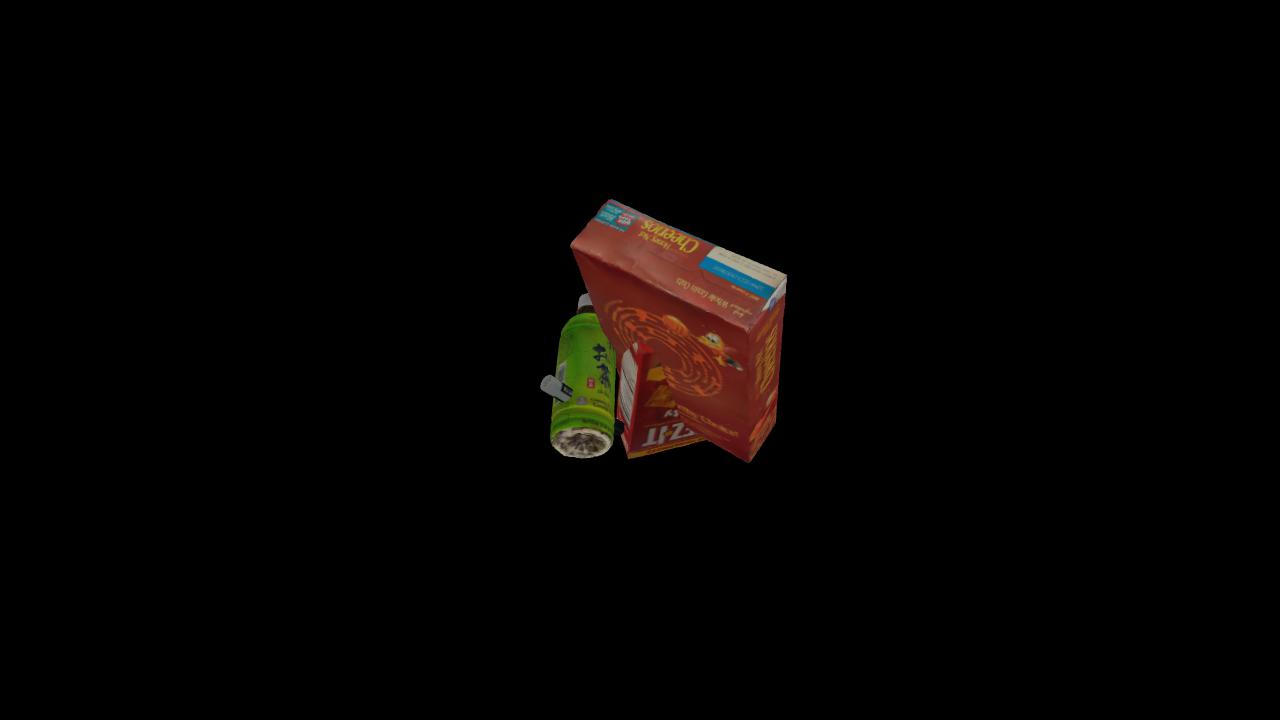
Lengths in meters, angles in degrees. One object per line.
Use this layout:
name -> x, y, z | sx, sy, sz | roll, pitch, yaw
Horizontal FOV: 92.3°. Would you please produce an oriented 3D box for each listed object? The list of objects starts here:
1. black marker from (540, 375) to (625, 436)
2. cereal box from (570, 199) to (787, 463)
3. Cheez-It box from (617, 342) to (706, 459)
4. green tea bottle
black marker -> -0.060, 0.053, 0.680 | 0.020, 0.020, 0.121 | 0, -30, 48
cereal box -> 0.053, -0.017, 0.686 | 0.203, 0.081, 0.306 | 28, -23, 25
Cheez-It box -> 0.060, 0.025, 0.768 | 0.166, 0.071, 0.223 | -10, -37, -15
green tea bottle -> -0.063, 0.007, 0.721 | 0.073, 0.212, 0.073 | -1, -36, -1
